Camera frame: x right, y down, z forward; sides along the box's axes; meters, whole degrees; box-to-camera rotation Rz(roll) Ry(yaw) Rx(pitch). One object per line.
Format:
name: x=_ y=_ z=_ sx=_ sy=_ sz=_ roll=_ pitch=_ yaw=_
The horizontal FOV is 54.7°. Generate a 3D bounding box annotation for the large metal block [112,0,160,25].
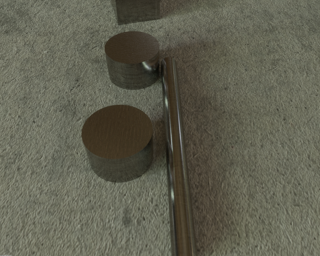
large metal block: x=-0.050 y=-0.246 z=0.593 sx=0.081 sy=0.050 sz=0.080 roll=-11 pitch=51 yaw=-10

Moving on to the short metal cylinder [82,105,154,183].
short metal cylinder: x=-0.048 y=0.018 z=0.371 sx=0.081 sy=0.050 sz=0.080 roll=0 pitch=50 yaw=0

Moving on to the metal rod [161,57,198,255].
metal rod: x=0.019 y=0.013 z=0.392 sx=0.025 sy=0.025 sz=0.300 roll=-1 pitch=50 yaw=-1

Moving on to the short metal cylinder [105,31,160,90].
short metal cylinder: x=-0.041 y=-0.104 z=0.474 sx=0.081 sy=0.050 sz=0.080 roll=0 pitch=50 yaw=0
